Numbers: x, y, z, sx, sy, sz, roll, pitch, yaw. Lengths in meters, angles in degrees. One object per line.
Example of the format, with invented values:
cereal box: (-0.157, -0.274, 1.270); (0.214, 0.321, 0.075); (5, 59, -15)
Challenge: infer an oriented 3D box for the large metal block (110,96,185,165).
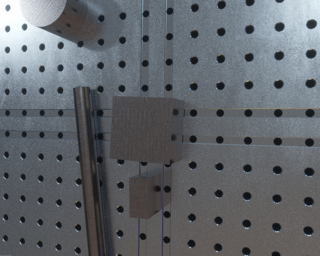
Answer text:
large metal block: (-0.016, 0.001, 0.404); (0.080, 0.050, 0.079); (4, 91, 19)

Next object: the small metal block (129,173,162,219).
small metal block: (-0.018, 0.086, 0.405); (0.025, 0.050, 0.050); (-1, 90, 20)

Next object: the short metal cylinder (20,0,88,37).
short metal cylinder: (-0.154, -0.180, 0.452); (0.080, 0.050, 0.079); (0, 90, 19)

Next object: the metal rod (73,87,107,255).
metal rod: (-0.099, 0.090, 0.445); (0.025, 0.025, 0.298); (-7, 88, 19)
